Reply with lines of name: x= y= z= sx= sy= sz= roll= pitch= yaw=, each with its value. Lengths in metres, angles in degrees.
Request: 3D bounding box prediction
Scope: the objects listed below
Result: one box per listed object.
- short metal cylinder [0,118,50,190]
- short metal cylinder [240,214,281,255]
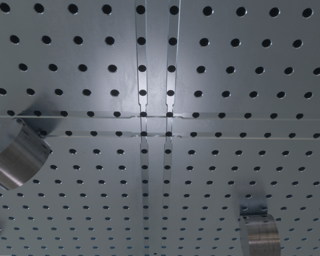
short metal cylinder: x=-0.192 y=0.033 z=0.402 sx=0.080 sy=0.080 sz=0.050 roll=-22 pitch=127 yaw=17
short metal cylinder: x=0.172 y=0.193 z=0.542 sx=0.050 sy=0.080 sz=0.080 roll=-4 pitch=130 yaw=3
